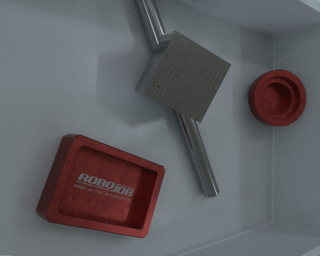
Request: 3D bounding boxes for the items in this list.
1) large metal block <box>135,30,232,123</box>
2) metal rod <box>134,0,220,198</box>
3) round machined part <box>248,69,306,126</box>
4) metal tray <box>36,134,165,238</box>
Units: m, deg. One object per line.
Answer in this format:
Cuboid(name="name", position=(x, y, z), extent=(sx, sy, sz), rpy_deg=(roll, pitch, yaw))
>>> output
Cuboid(name="large metal block", position=(0.027, -0.063, 0.385), extent=(0.080, 0.050, 0.080), rpy_deg=(26, 94, -19))
Cuboid(name="metal rod", position=(0.028, -0.034, 0.432), extent=(0.025, 0.025, 0.298), rpy_deg=(-33, 111, -35))
Cuboid(name="round machined part", position=(0.203, -0.052, 0.551), extent=(0.099, 0.042, 0.097), rpy_deg=(0, 91, -9))
Cuboid(name="metal tray", position=(-0.060, 0.069, 0.354), extent=(0.131, 0.030, 0.090), rpy_deg=(26, 74, -37))
